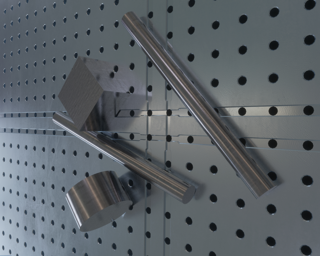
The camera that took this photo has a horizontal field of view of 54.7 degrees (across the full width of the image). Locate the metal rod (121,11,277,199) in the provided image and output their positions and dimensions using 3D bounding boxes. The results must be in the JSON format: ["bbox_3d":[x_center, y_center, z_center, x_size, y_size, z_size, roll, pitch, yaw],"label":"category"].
[{"bbox_3d":[0.033,-0.045,0.382,0.025,0.025,0.299,-49,61,29],"label":"metal rod"}]

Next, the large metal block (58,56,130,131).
[{"bbox_3d":[-0.104,-0.051,0.479,0.080,0.050,0.080,52,120,27],"label":"large metal block"}]

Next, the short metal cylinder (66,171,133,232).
[{"bbox_3d":[-0.087,0.105,0.445,0.080,0.081,0.050,-48,62,29],"label":"short metal cylinder"}]

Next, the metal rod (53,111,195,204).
[{"bbox_3d":[-0.074,0.032,0.469,0.300,0.025,0.025,25,106,37],"label":"metal rod"}]
